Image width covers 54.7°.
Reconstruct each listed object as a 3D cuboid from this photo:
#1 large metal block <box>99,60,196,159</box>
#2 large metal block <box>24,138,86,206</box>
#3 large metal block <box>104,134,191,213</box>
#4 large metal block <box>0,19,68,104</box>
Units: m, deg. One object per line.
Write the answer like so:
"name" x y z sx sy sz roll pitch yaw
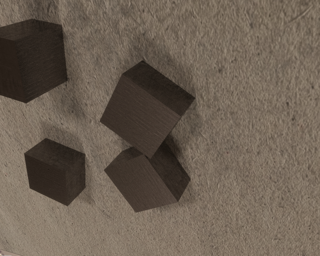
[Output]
"large metal block" -0.017 -0.022 0.384 0.080 0.050 0.079 36 129 3
"large metal block" -0.176 0.074 0.527 0.080 0.050 0.079 20 126 16
"large metal block" -0.017 0.066 0.439 0.080 0.050 0.080 -25 105 36
"large metal block" -0.171 -0.090 0.403 0.050 0.080 0.079 17 125 18
